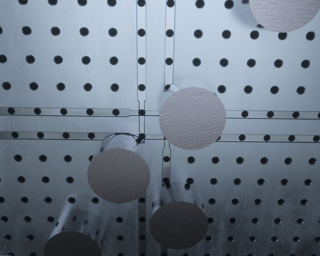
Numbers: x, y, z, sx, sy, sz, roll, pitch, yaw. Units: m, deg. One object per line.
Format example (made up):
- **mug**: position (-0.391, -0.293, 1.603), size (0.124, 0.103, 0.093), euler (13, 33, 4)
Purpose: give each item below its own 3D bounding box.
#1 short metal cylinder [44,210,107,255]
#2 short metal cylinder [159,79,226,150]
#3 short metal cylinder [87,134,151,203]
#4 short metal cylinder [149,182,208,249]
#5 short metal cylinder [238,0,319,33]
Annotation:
- **short metal cylinder**: position (-0.123, 0.170, 0.461), size (0.081, 0.050, 0.079), euler (0, 110, -1)
- **short metal cylinder**: position (0.039, -0.019, 0.394), size (0.081, 0.050, 0.079), euler (0, 110, -1)
- **short metal cylinder**: position (-0.053, 0.054, 0.419), size (0.081, 0.050, 0.079), euler (0, 110, -1)
- **short metal cylinder**: position (0.026, 0.126, 0.447), size (0.081, 0.050, 0.079), euler (0, 110, -1)
- **short metal cylinder**: position (0.133, -0.150, 0.347), size (0.081, 0.050, 0.079), euler (0, 110, -1)
